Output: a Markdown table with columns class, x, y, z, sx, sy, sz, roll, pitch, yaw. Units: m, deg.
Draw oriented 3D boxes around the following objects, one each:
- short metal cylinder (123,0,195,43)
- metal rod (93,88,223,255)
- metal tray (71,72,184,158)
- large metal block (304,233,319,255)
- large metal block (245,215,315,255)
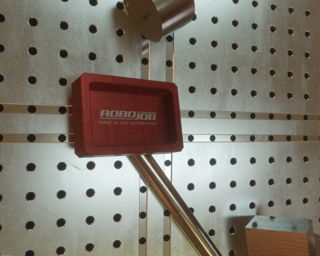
| class | x | y | z | sx | sy | sz | roll | pitch | yaw |
| --- | --- | --- | --- | --- | --- | --- | --- | --- | --- |
| short metal cylinder | -0.003 | -0.154 | 0.382 | 0.050 | 0.080 | 0.080 | -36 | 102 | -16 |
| metal rod | -0.003 | 0.069 | 0.411 | 0.025 | 0.025 | 0.299 | -38 | 102 | -16 |
| metal tray | -0.035 | -0.013 | 0.371 | 0.131 | 0.030 | 0.090 | 1 | 79 | -35 |
| large metal block | 0.244 | 0.224 | 0.489 | 0.080 | 0.050 | 0.080 | -40 | 103 | -16 |
| large metal block | 0.173 | 0.175 | 0.440 | 0.050 | 0.080 | 0.080 | -12 | 95 | -56 |
